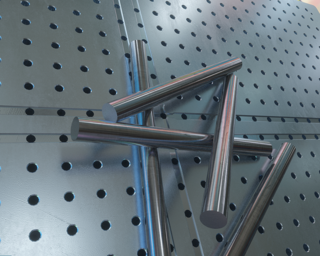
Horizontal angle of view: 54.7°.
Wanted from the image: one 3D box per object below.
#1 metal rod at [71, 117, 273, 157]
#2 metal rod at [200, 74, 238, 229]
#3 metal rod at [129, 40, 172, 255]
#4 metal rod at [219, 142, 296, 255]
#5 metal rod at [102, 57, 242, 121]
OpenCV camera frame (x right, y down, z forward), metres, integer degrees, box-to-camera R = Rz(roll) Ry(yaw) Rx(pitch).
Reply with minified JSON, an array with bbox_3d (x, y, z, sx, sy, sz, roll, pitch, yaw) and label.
[{"bbox_3d":[0.039,0.017,0.395,0.302,0.025,0.025,7,58,-34],"label":"metal rod"},{"bbox_3d":[0.085,0.002,0.405,0.025,0.025,0.301,33,36,-7],"label":"metal rod"},{"bbox_3d":[-0.017,0.007,0.396,0.025,0.025,0.299,7,59,-25],"label":"metal rod"},{"bbox_3d":[0.122,0.114,0.406,0.025,0.025,0.302,45,51,2],"label":"metal rod"},{"bbox_3d":[0.040,-0.065,0.449,0.302,0.025,0.025,-27,77,-44],"label":"metal rod"}]
